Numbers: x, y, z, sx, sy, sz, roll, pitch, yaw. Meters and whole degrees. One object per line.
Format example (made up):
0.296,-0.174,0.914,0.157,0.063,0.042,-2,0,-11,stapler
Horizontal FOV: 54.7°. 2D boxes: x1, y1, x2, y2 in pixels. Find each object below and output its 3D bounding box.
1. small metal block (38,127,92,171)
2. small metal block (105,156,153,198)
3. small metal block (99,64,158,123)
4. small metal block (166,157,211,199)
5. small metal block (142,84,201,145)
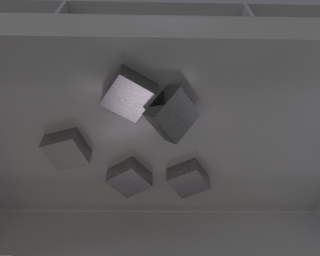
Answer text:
-0.131,0.030,0.433,0.050,0.025,0.050,-14,129,11,small metal block
-0.046,0.076,0.473,0.050,0.025,0.050,-29,125,22,small metal block
-0.037,-0.041,0.373,0.050,0.025,0.050,28,125,-20,small metal block
0.044,0.078,0.476,0.050,0.025,0.050,-24,127,18,small metal block
0.015,-0.017,0.377,0.050,0.025,0.050,-50,125,-15,small metal block
